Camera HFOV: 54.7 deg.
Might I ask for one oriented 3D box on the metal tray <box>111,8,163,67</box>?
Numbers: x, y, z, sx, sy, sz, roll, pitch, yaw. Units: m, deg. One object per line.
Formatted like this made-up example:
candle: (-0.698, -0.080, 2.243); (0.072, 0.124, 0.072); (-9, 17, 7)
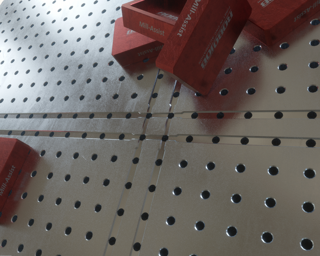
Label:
metal tray: (-0.013, -0.160, 0.508); (0.130, 0.030, 0.090); (-13, 56, 20)

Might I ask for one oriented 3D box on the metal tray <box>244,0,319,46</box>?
metal tray: (0.172, -0.182, 0.426); (0.130, 0.030, 0.090); (-37, 51, 3)

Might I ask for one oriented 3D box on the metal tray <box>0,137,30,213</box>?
metal tray: (-0.275, 0.079, 0.498); (0.090, 0.030, 0.130); (3, 63, 29)

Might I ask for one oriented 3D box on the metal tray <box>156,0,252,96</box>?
metal tray: (0.058, -0.115, 0.384); (0.030, 0.090, 0.129); (31, 95, 36)

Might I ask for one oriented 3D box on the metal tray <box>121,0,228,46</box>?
metal tray: (0.022, -0.151, 0.424); (0.091, 0.030, 0.130); (-33, 49, -30)
